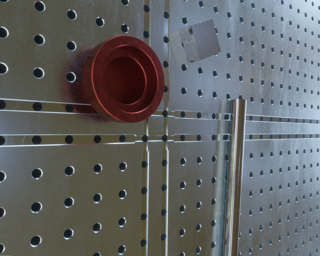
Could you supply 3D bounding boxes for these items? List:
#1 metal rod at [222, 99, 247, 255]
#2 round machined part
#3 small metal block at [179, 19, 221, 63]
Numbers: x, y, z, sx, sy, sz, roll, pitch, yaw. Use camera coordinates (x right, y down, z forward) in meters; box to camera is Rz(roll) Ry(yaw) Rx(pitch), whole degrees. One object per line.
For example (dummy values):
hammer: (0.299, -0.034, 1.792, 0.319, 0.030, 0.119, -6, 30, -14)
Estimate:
metal rod: (0.123, 0.102, 0.515, 0.025, 0.025, 0.298, 7, 86, -40)
round machined part: (-0.045, -0.055, 0.362, 0.099, 0.042, 0.097, 0, 90, -40)
small metal block: (0.060, -0.130, 0.462, 0.050, 0.025, 0.050, -30, 109, -36)
